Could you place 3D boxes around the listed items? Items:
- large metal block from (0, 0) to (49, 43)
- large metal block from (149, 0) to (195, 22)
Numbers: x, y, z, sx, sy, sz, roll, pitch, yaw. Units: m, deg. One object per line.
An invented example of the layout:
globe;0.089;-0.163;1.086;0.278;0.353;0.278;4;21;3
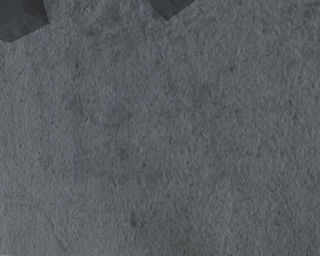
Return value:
large metal block;-0.228;-0.188;0.474;0.080;0.050;0.080;-18;84;18
large metal block;0.014;-0.198;0.390;0.080;0.050;0.080;-32;80;17
